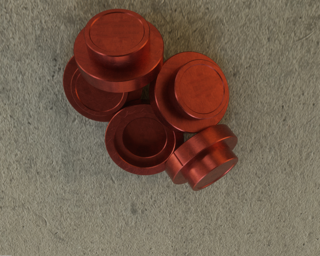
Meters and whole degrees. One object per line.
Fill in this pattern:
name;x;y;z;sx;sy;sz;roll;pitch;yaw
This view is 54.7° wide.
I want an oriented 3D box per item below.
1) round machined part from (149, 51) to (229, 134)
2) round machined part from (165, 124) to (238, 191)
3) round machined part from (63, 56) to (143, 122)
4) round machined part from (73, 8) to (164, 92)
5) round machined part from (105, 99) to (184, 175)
round machined part;0.040;-0.043;0.364;0.099;0.042;0.097;1;86;-21
round machined part;0.058;0.043;0.389;0.098;0.098;0.042;-41;65;13
round machined part;-0.071;-0.053;0.383;0.099;0.042;0.097;0;110;-1
round machined part;-0.045;-0.090;0.337;0.099;0.098;0.042;1;152;-1
round machined part;-0.019;0.009;0.405;0.099;0.042;0.097;0;110;-1
